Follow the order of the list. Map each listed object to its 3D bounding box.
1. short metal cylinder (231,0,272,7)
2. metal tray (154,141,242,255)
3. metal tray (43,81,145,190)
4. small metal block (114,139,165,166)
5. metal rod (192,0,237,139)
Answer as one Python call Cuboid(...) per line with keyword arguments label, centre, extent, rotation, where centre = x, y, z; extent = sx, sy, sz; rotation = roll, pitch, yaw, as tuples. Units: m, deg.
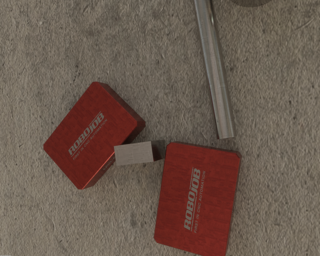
Cuboid(label="short metal cylinder", centre=(0.108, -0.189, 0.358), extent=(0.080, 0.050, 0.079), rotation=(0, 90, 19))
Cuboid(label="metal tray", centre=(0.047, 0.087, 0.389), extent=(0.090, 0.030, 0.129), rotation=(9, 93, 19))
Cuboid(label="metal tray", centre=(-0.095, 0.011, 0.438), extent=(0.090, 0.030, 0.130), rotation=(45, 103, 14))
Cuboid(label="small metal block", centre=(-0.024, 0.031, 0.403), extent=(0.050, 0.050, 0.025), rotation=(-9, 87, 19))
Cuboid(label="metal rod", centre=(0.058, -0.135, 0.388), extent=(0.025, 0.025, 0.298), rotation=(-10, 87, 19))
